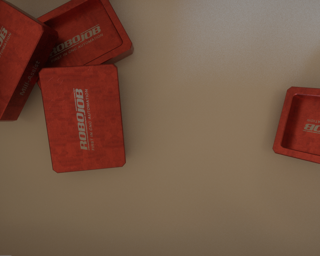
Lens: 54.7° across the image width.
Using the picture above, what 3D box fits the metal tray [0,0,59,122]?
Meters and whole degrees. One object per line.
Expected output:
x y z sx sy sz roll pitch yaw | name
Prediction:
-0.195 -0.084 0.385 0.090 0.030 0.129 33 100 13 | metal tray

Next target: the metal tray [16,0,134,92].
-0.112 -0.112 0.407 0.130 0.030 0.090 -28 90 -1 | metal tray

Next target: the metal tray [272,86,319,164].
0.211 0.002 0.369 0.030 0.130 0.089 14 90 -44 | metal tray

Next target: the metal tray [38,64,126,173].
-0.094 -0.013 0.389 0.091 0.030 0.129 -5 103 -6 | metal tray
